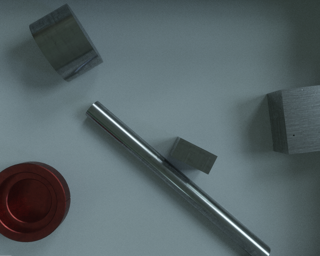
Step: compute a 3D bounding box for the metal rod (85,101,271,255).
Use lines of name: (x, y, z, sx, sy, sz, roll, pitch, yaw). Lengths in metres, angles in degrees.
metal rod: (0.024, 0.071, 0.411, 0.300, 0.025, 0.025, 40, 90, -1)

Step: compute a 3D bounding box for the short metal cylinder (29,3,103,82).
short metal cylinder: (-0.113, -0.104, 0.382, 0.050, 0.080, 0.080, -31, 90, 0)

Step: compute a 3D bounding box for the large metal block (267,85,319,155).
large metal block: (0.192, -0.012, 0.402, 0.081, 0.050, 0.079, -7, 90, -1)

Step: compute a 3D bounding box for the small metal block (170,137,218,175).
small metal block: (0.042, 0.034, 0.400, 0.050, 0.050, 0.025, 27, 90, -1)

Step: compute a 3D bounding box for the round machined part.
round machined part: (-0.165, 0.092, 0.401, 0.099, 0.042, 0.097, 0, 90, -1)
